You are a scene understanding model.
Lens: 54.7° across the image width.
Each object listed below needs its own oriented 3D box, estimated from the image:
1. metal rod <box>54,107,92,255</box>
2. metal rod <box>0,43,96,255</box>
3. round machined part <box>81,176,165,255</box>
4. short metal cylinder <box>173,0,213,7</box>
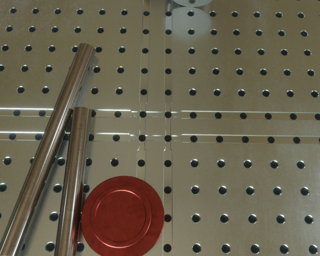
[{"bbox_3d":[-0.108,0.117,0.367,0.025,0.025,0.299,1,70,0],"label":"metal rod"},{"bbox_3d":[-0.142,0.020,0.402,0.025,0.025,0.299,13,70,4],"label":"metal rod"},{"bbox_3d":[-0.044,0.104,0.364,0.099,0.042,0.098,0,70,-1],"label":"round machined part"},{"bbox_3d":[0.051,-0.231,0.468,0.080,0.080,0.050,6,70,2],"label":"short metal cylinder"}]
